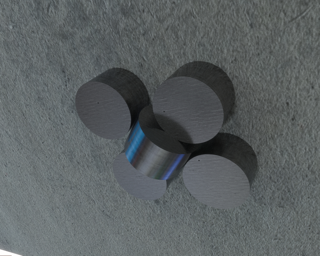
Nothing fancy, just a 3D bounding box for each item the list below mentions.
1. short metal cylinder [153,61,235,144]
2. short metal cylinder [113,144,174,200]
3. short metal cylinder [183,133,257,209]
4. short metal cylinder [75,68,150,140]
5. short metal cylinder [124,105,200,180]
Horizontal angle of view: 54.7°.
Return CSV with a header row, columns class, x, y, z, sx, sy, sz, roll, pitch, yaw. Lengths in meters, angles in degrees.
class,x,y,z,sx,sy,sz,roll,pitch,yaw
short metal cylinder,0.039,-0.029,0.350,0.080,0.050,0.079,13,124,20
short metal cylinder,-0.018,0.053,0.432,0.080,0.050,0.079,13,124,20
short metal cylinder,0.075,0.052,0.383,0.080,0.050,0.079,13,124,20
short metal cylinder,-0.061,-0.032,0.402,0.080,0.050,0.079,13,124,20
short metal cylinder,0.003,0.016,0.380,0.080,0.080,0.050,34,129,5
